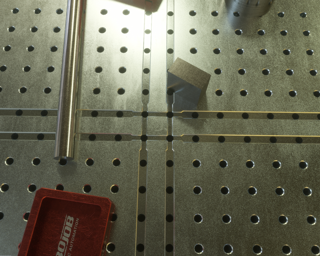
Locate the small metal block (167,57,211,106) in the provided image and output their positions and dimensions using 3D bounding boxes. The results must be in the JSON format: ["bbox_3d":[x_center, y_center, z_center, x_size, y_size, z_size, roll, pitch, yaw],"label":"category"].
[{"bbox_3d":[0.038,-0.062,0.421,0.050,0.050,0.025,31,73,10],"label":"small metal block"}]

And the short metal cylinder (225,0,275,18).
[{"bbox_3d":[0.145,-0.220,0.480,0.081,0.050,0.080,0,70,0],"label":"short metal cylinder"}]

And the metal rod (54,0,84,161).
[{"bbox_3d":[-0.128,-0.101,0.447,0.025,0.025,0.299,-2,70,-1],"label":"metal rod"}]

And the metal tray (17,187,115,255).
[{"bbox_3d":[-0.111,0.141,0.356,0.091,0.030,0.130,8,70,3],"label":"metal tray"}]
